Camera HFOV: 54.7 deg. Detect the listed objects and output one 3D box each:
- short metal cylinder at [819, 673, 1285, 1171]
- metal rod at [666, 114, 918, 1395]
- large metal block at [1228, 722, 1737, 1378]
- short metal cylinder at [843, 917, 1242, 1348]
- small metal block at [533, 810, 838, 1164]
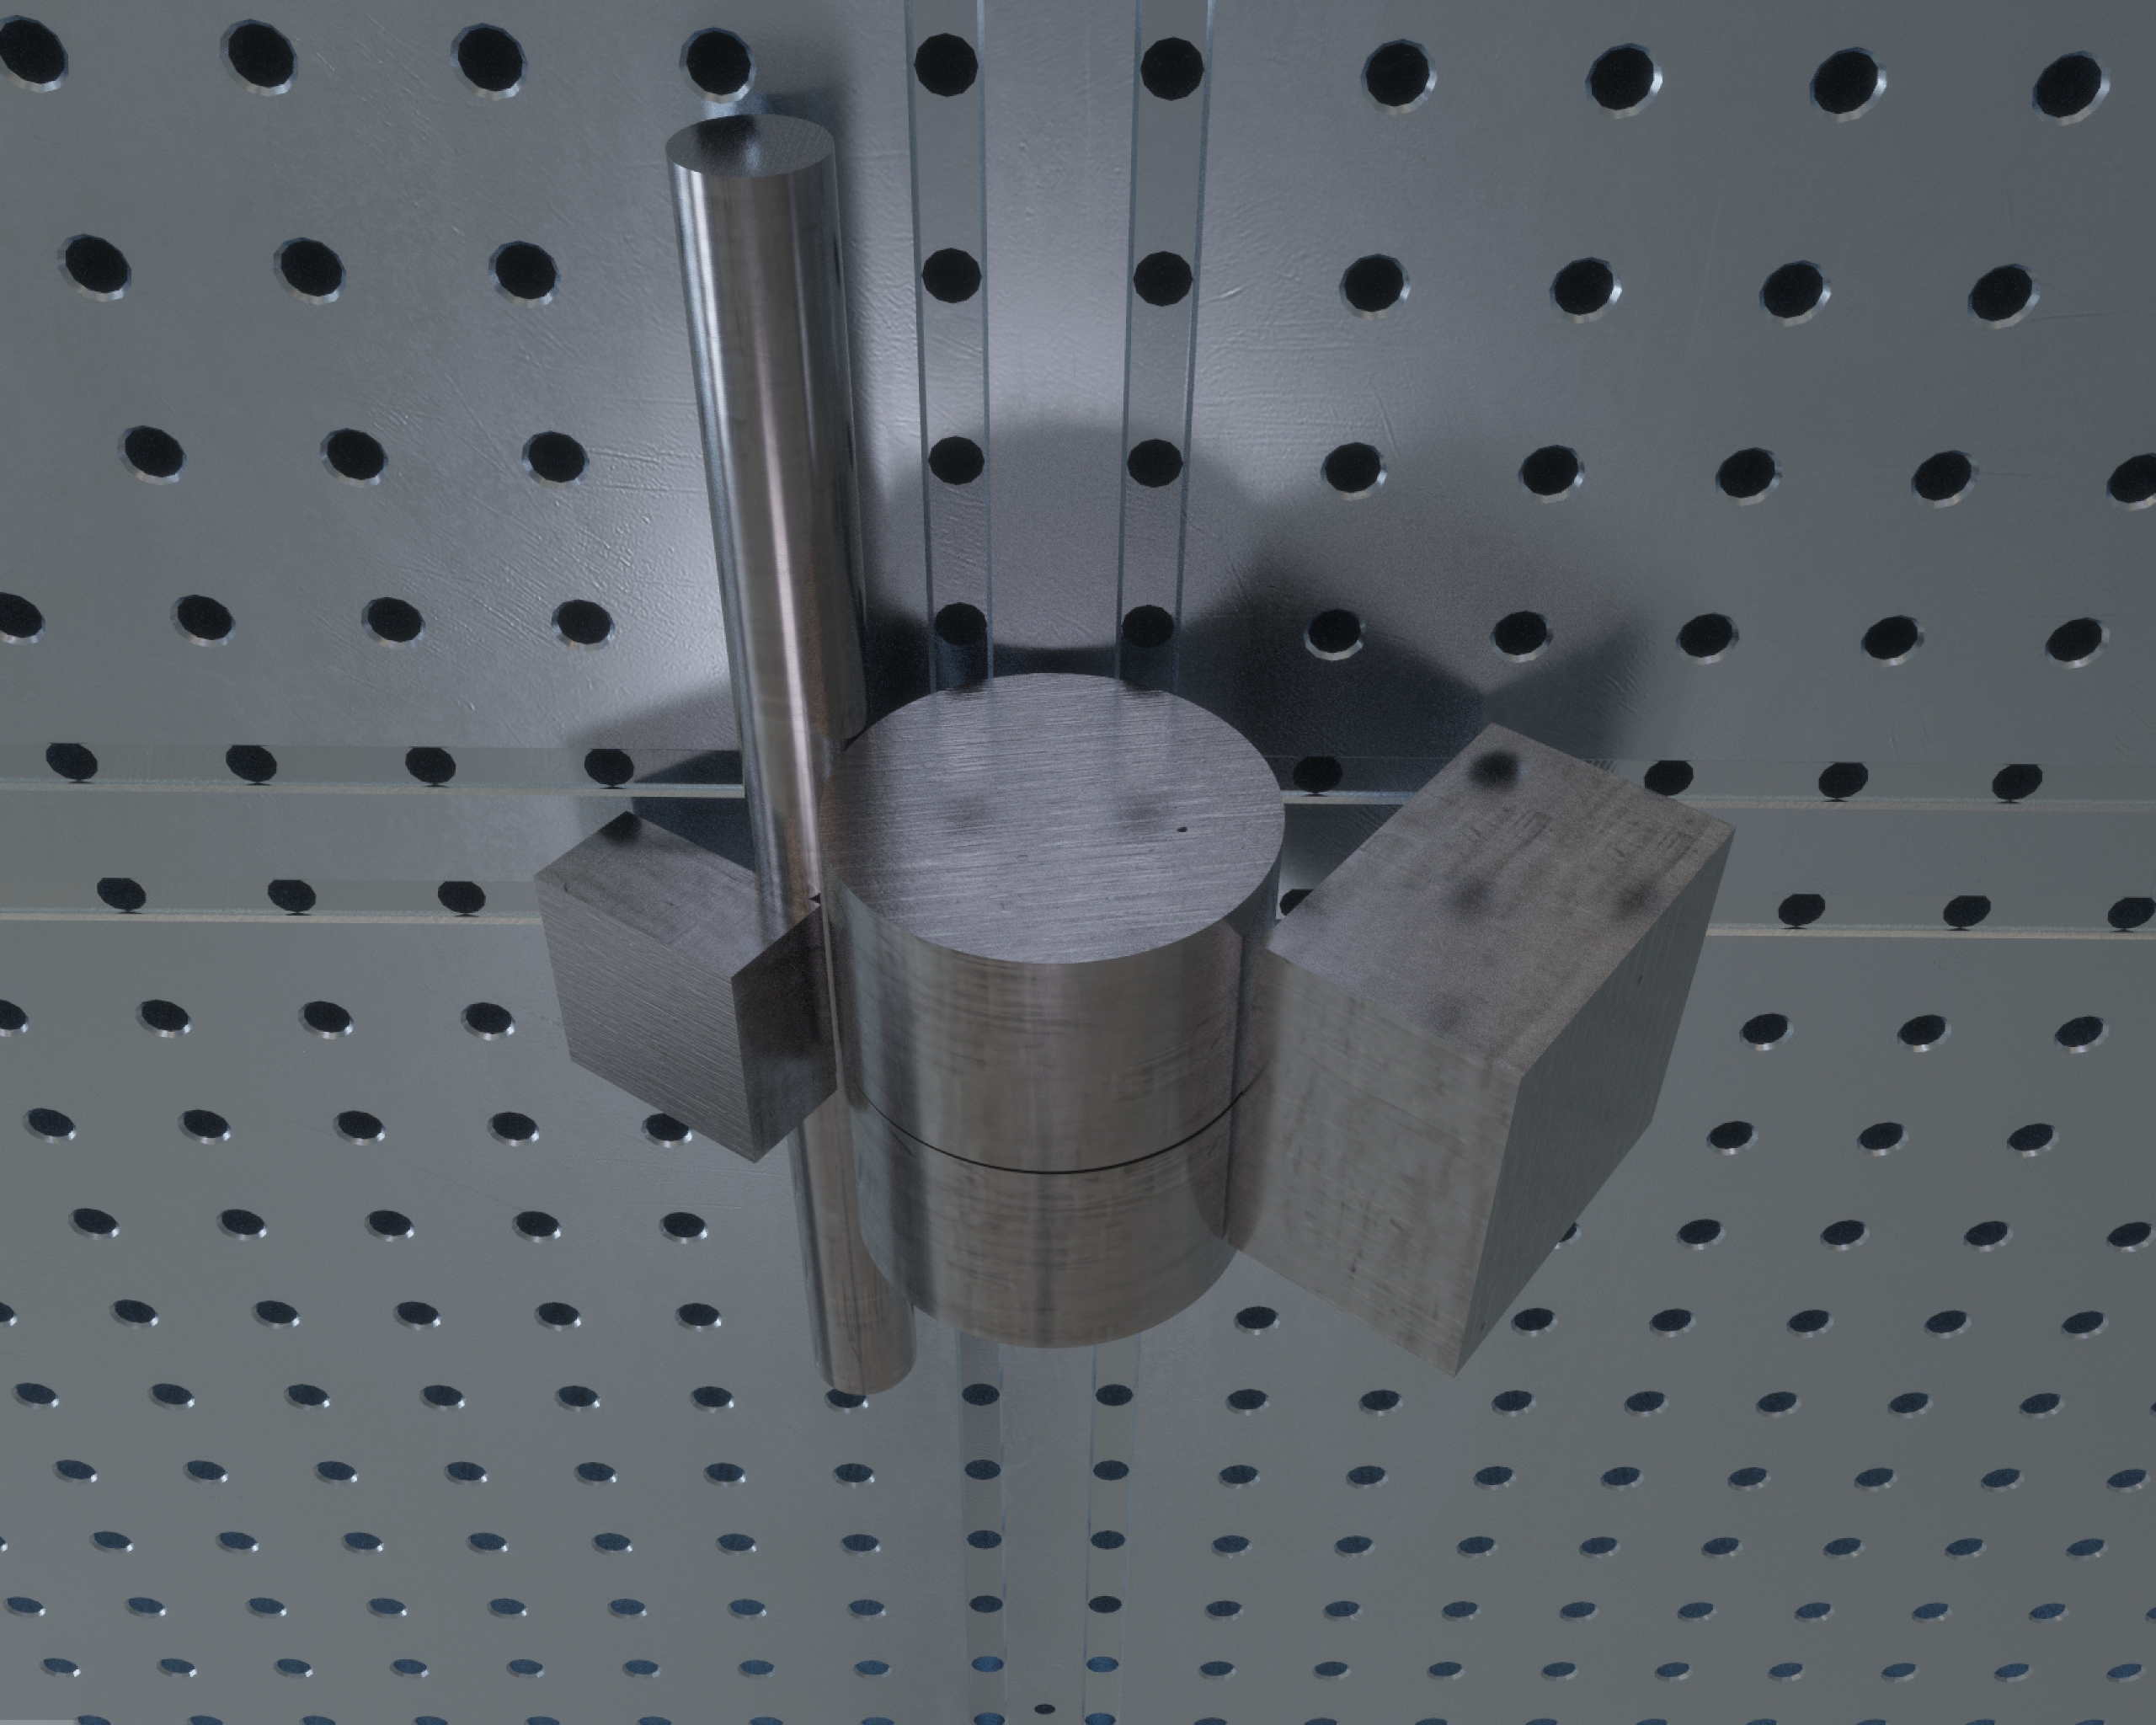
[{"bbox_3d":[-0.005,0.009,0.378,0.081,0.080,0.050,0,130,-1],"label":"short metal cylinder"},{"bbox_3d":[-0.050,0.006,0.410,0.025,0.025,0.298,0,130,0],"label":"metal rod"},{"bbox_3d":[0.074,0.034,0.390,0.050,0.080,0.079,27,137,27],"label":"large metal block"},{"bbox_3d":[-0.005,0.048,0.411,0.081,0.080,0.050,0,130,-1],"label":"short metal cylinder"},{"bbox_3d":[-0.077,0.024,0.412,0.050,0.025,0.050,24,135,25],"label":"small metal block"}]
